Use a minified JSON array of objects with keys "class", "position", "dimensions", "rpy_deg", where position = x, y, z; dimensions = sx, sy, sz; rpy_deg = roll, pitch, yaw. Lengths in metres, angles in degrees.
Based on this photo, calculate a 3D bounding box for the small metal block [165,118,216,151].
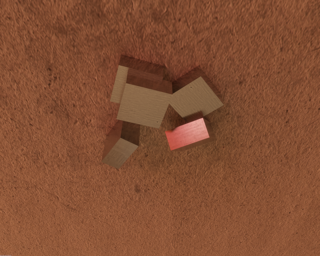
[{"class":"small metal block","position":[0.041,0.010,0.399],"dimensions":[0.050,0.025,0.050],"rpy_deg":[-20,168,16]}]

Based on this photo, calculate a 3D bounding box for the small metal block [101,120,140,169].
[{"class":"small metal block","position":[-0.050,0.016,0.404],"dimensions":[0.025,0.050,0.050],"rpy_deg":[27,125,-21]}]

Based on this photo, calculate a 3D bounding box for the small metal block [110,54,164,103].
[{"class":"small metal block","position":[-0.027,-0.052,0.362],"dimensions":[0.050,0.025,0.050],"rpy_deg":[13,129,-11]}]

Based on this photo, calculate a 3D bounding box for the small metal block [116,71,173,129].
[{"class":"small metal block","position":[-0.018,-0.031,0.348],"dimensions":[0.050,0.025,0.050],"rpy_deg":[13,129,-11]}]

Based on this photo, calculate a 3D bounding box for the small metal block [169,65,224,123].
[{"class":"small metal block","position":[0.041,-0.039,0.374],"dimensions":[0.050,0.025,0.050],"rpy_deg":[-31,124,23]}]
